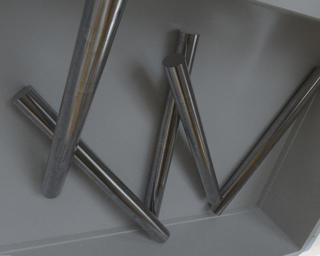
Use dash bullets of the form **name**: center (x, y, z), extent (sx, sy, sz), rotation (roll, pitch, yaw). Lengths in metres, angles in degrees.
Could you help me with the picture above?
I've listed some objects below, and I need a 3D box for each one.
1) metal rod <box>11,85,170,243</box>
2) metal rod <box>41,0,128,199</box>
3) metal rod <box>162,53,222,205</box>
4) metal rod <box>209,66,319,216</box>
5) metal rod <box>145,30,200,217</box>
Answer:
- **metal rod**: center (-0.068, 0.066, 0.395), extent (0.025, 0.025, 0.300), rotation (-38, 124, -3)
- **metal rod**: center (-0.079, -0.013, 0.281), extent (0.025, 0.025, 0.298), rotation (0, 143, -29)
- **metal rod**: center (0.055, 0.026, 0.434), extent (0.025, 0.025, 0.299), rotation (-31, 136, -9)
- **metal rod**: center (0.181, 0.028, 0.527), extent (0.025, 0.025, 0.299), rotation (26, 104, -37)
- **metal rod**: center (0.009, 0.019, 0.426), extent (0.025, 0.025, 0.298), rotation (-4, 120, -27)
